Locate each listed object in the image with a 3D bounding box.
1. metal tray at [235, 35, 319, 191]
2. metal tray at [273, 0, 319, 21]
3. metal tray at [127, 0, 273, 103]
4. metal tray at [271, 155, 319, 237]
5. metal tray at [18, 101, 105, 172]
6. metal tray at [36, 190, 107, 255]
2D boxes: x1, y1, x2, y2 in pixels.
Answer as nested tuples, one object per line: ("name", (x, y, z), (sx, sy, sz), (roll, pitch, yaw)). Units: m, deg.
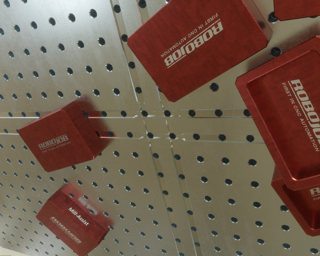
("metal tray", (0.144, -0.012, 0.303), (0.090, 0.030, 0.130), (-27, 89, 37))
("metal tray", (0.156, -0.140, 0.239), (0.130, 0.030, 0.090), (1, 119, 28))
("metal tray", (0.037, -0.095, 0.330), (0.130, 0.030, 0.090), (-29, 103, 37))
("metal tray", (0.204, 0.066, 0.340), (0.130, 0.030, 0.090), (-30, 102, 38))
("metal tray", (-0.163, 0.018, 0.507), (0.130, 0.030, 0.090), (-18, 109, 35))
("metal tray", (-0.181, 0.195, 0.625), (0.130, 0.030, 0.090), (42, 129, -1))
